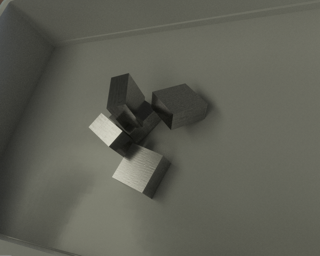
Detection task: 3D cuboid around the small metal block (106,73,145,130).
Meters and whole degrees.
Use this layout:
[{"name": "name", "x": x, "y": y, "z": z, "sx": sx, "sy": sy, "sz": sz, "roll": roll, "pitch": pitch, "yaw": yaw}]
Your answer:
[{"name": "small metal block", "x": -0.042, "y": -0.033, "z": 0.397, "sx": 0.025, "sy": 0.050, "sz": 0.050, "roll": -11, "pitch": 54, "yaw": 18}]

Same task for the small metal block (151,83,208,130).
[{"name": "small metal block", "x": 0.024, "y": -0.028, "z": 0.395, "sx": 0.050, "sy": 0.025, "sz": 0.050, "roll": -18, "pitch": 46, "yaw": -25}]

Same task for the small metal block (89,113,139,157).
[{"name": "small metal block", "x": -0.059, "y": 0.013, "z": 0.411, "sx": 0.025, "sy": 0.050, "sz": 0.050, "roll": -49, "pitch": 52, "yaw": -5}]

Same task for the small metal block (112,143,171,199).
[{"name": "small metal block", "x": -0.023, "y": 0.052, "z": 0.384, "sx": 0.050, "sy": 0.025, "sz": 0.050, "roll": 19, "pitch": 72, "yaw": 35}]

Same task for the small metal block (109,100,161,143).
[{"name": "small metal block", "x": -0.033, "y": -0.014, "z": 0.428, "sx": 0.050, "sy": 0.025, "sz": 0.050, "roll": -45, "pitch": 51, "yaw": -10}]
